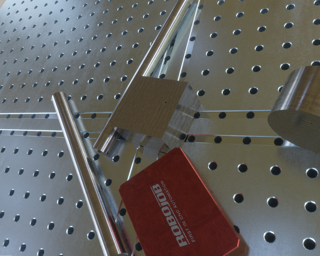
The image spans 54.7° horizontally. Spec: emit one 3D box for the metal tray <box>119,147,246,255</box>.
[{"bbox_3d":[0.018,0.095,0.337,0.090,0.030,0.130,-35,51,4],"label":"metal tray"}]

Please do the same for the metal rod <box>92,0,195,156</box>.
[{"bbox_3d":[-0.018,-0.094,0.475,0.025,0.025,0.300,16,69,34],"label":"metal rod"}]

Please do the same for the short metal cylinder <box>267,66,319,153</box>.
[{"bbox_3d":[0.154,-0.016,0.302,0.080,0.080,0.050,20,73,35],"label":"short metal cylinder"}]

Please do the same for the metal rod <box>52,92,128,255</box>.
[{"bbox_3d":[-0.110,0.047,0.437,0.025,0.025,0.300,-36,51,4],"label":"metal rod"}]

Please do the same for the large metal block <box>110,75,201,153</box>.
[{"bbox_3d":[-0.004,-0.018,0.405,0.080,0.050,0.080,14,69,33],"label":"large metal block"}]
